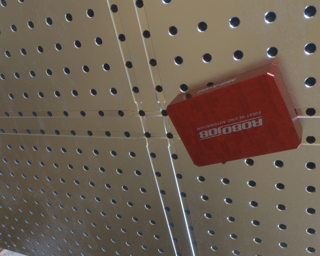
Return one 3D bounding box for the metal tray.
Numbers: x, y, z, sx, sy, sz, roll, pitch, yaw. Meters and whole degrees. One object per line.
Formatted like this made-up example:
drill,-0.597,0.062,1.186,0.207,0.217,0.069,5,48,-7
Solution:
metal tray,0.083,-0.009,0.358,0.130,0.030,0.090,-16,110,34
